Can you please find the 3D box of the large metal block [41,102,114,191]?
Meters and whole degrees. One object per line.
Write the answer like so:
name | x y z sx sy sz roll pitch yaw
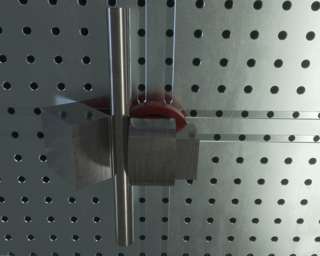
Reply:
large metal block | -0.102 0.018 0.383 0.050 0.080 0.079 -16 116 -39

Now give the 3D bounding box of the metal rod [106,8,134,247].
metal rod | -0.046 0.015 0.374 0.025 0.025 0.298 1 110 -1

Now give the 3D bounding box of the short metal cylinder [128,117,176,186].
short metal cylinder | -0.009 0.027 0.362 0.050 0.080 0.079 1 110 -1

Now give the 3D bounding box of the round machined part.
round machined part | -0.008 0.011 0.407 0.099 0.042 0.097 0 110 -1

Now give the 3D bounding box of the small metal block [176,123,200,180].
small metal block | 0.030 0.027 0.365 0.025 0.050 0.050 1 110 -1
